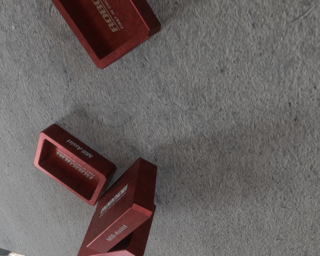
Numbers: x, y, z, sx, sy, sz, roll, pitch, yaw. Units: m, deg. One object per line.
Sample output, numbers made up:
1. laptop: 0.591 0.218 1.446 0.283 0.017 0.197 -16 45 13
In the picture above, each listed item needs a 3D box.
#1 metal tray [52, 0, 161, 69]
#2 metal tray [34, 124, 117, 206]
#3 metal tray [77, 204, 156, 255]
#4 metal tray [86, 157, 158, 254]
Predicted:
1. metal tray: -0.070 -0.144 0.351 0.090 0.030 0.130 -24 106 36
2. metal tray: -0.145 0.063 0.518 0.130 0.030 0.089 34 129 5
3. metal tray: -0.071 0.168 0.502 0.130 0.090 0.030 -26 123 37
4. metal tray: -0.056 0.114 0.452 0.030 0.090 0.129 31 125 -19
